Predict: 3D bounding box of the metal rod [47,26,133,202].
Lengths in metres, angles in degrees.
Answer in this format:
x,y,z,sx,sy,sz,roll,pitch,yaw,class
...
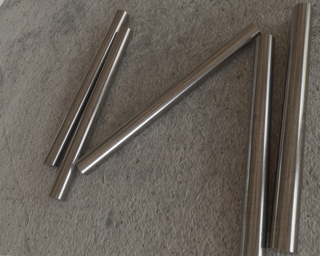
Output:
x,y,z,sx,sy,sz,roll,pitch,yaw,class
-0.099,-0.036,0.478,0.025,0.025,0.300,3,63,29,metal rod

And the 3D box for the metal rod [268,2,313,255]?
x,y,z,sx,sy,sz,roll,pitch,yaw,class
0.147,-0.021,0.339,0.025,0.025,0.300,2,62,29,metal rod

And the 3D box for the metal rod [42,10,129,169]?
x,y,z,sx,sy,sz,roll,pitch,yaw,class
-0.114,-0.076,0.510,0.025,0.025,0.300,5,64,31,metal rod

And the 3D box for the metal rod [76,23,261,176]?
x,y,z,sx,sy,sz,roll,pitch,yaw,class
0.010,-0.038,0.421,0.300,0.025,0.025,-39,51,2,metal rod

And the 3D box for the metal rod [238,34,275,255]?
x,y,z,sx,sy,sz,roll,pitch,yaw,class
0.107,0.019,0.335,0.025,0.025,0.300,-2,61,27,metal rod
